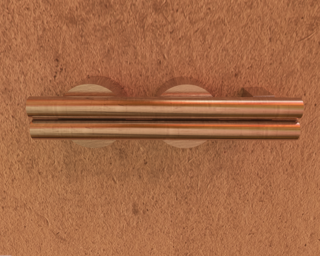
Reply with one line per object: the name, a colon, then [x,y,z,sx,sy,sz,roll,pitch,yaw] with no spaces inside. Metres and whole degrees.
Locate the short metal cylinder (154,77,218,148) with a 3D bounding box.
short metal cylinder: [0.030,-0.021,0.391,0.081,0.050,0.079,0,110,0]

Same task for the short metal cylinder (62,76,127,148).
short metal cylinder: [-0.080,-0.021,0.388,0.081,0.050,0.079,0,110,0]

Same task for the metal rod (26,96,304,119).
metal rod: [0.006,-0.023,0.349,0.302,0.025,0.025,0,110,-1]

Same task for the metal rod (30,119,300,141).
metal rod: [0.006,0.002,0.358,0.302,0.025,0.025,0,110,-1]

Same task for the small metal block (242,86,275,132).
small metal block: [0.121,-0.022,0.392,0.025,0.050,0.050,-2,110,0]
